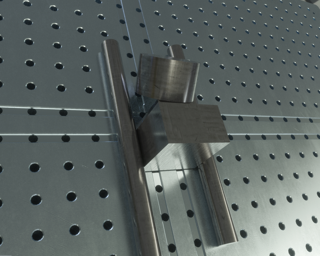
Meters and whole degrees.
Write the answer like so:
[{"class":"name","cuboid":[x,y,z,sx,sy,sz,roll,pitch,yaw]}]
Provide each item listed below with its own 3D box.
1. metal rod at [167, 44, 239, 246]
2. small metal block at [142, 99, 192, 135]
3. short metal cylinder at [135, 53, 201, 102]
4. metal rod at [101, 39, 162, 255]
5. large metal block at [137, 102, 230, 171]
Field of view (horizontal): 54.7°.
[{"class":"metal rod","cuboid":[0.053,0.006,0.432,0.025,0.025,0.299,2,61,-27]},{"class":"small metal block","cuboid":[0.011,-0.013,0.406,0.050,0.050,0.025,2,61,-28]},{"class":"short metal cylinder","cuboid":[0.010,-0.068,0.411,0.081,0.050,0.080,9,15,-2]},{"class":"metal rod","cuboid":[-0.039,0.013,0.378,0.025,0.025,0.299,1,61,-28]},{"class":"large metal block","cuboid":[0.022,0.013,0.374,0.081,0.080,0.050,1,62,-28]}]
